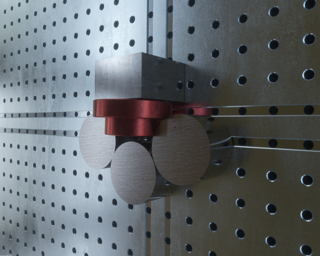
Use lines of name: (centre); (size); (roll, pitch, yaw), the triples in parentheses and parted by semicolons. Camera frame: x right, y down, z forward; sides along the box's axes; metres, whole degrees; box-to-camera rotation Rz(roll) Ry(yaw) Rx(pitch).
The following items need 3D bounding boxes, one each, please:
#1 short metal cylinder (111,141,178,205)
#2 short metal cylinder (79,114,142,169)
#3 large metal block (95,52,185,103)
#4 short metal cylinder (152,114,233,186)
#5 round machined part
short metal cylinder: (-0.019, 0.057, 0.410); (0.080, 0.050, 0.079); (0, 90, 40)
short metal cylinder: (-0.073, 0.018, 0.454); (0.080, 0.050, 0.079); (0, 90, 40)
large metal block: (-0.025, -0.059, 0.394); (0.080, 0.081, 0.050); (1, 91, 40)
short metal cylinder: (0.037, 0.024, 0.363); (0.080, 0.050, 0.079); (0, 90, 40)
round machined part: (-0.034, -0.012, 0.388); (0.098, 0.099, 0.042); (3, 91, 40)
